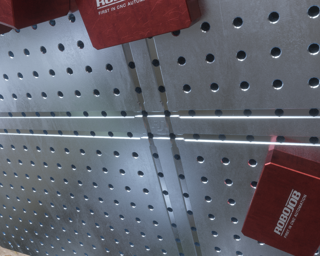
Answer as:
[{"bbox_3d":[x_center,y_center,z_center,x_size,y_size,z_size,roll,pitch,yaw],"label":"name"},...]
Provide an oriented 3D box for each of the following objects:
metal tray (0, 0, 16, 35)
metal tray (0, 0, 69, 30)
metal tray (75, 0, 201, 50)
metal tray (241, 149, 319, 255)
[{"bbox_3d":[-0.209,-0.163,0.379,0.030,0.090,0.129,47,129,-4],"label":"metal tray"},{"bbox_3d":[-0.139,-0.181,0.330,0.030,0.090,0.129,22,127,15],"label":"metal tray"},{"bbox_3d":[-0.030,-0.143,0.336,0.130,0.030,0.090,-4,117,30],"label":"metal tray"},{"bbox_3d":[0.161,0.097,0.383,0.090,0.030,0.129,18,126,18],"label":"metal tray"}]
